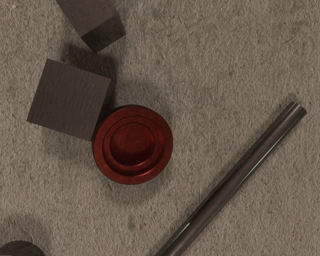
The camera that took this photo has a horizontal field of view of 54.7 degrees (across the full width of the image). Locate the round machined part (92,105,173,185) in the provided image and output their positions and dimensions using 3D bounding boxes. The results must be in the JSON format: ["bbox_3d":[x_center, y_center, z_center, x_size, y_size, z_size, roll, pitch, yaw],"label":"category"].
[{"bbox_3d":[-0.036,0.018,0.391,0.099,0.042,0.097,-4,103,-17],"label":"round machined part"}]

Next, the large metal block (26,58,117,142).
[{"bbox_3d":[-0.110,-0.034,0.396,0.080,0.050,0.080,18,90,-1],"label":"large metal block"}]

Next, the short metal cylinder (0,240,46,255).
[{"bbox_3d":[-0.191,0.193,0.395,0.081,0.050,0.079,0,90,-1],"label":"short metal cylinder"}]

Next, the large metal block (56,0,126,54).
[{"bbox_3d":[-0.089,-0.147,0.381,0.050,0.080,0.080,-33,90,0],"label":"large metal block"}]

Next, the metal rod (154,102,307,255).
[{"bbox_3d":[0.085,0.085,0.411,0.025,0.025,0.300,42,90,-1],"label":"metal rod"}]
